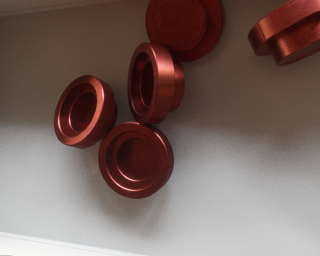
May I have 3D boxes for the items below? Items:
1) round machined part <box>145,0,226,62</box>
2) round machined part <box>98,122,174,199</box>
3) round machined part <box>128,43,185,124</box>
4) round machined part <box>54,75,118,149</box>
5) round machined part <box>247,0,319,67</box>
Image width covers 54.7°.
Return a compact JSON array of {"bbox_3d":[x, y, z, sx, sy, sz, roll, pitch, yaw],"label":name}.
[{"bbox_3d":[0.027,-0.129,0.376,0.098,0.042,0.097,7,111,18],"label":"round machined part"},{"bbox_3d":[-0.028,0.040,0.408,0.098,0.042,0.097,2,95,20],"label":"round machined part"},{"bbox_3d":[-0.004,-0.053,0.382,0.042,0.098,0.097,-1,90,-25],"label":"round machined part"},{"bbox_3d":[-0.096,-0.019,0.422,0.098,0.042,0.098,-13,67,34],"label":"round machined part"},{"bbox_3d":[0.146,-0.098,0.320,0.098,0.098,0.042,-23,83,18],"label":"round machined part"}]
